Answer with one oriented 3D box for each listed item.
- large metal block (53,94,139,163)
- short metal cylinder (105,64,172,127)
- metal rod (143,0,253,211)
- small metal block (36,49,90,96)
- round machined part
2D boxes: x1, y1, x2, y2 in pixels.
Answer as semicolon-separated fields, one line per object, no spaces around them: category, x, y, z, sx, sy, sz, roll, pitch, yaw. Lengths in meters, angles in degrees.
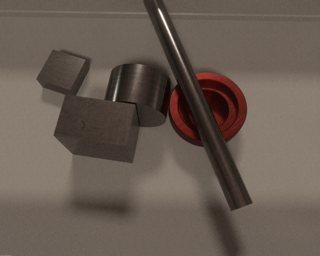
large metal block;-0.071;0.004;0.378;0.080;0.080;0.050;8;70;3
short metal cylinder;-0.028;-0.039;0.394;0.080;0.080;0.050;8;70;3
metal rod;0.039;-0.047;0.382;0.025;0.025;0.299;-18;71;-7
small metal block;-0.135;-0.076;0.436;0.050;0.025;0.050;19;71;6
round machined part;0.060;-0.021;0.409;0.099;0.042;0.098;0;70;-1
